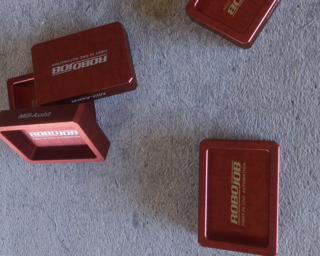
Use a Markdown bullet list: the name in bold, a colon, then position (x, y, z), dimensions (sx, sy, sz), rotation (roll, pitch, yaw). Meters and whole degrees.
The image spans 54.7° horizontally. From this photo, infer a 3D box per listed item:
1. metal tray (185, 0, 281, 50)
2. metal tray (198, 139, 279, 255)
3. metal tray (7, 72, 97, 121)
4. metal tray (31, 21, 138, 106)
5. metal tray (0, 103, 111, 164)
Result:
- **metal tray**: position (0.102, -0.173, 0.370), dimensions (0.090, 0.030, 0.129), rotation (35, 101, 16)
- **metal tray**: position (0.094, 0.079, 0.372), dimensions (0.090, 0.030, 0.129), rotation (1, 90, 20)
- **metal tray**: position (-0.164, -0.040, 0.464), dimensions (0.130, 0.030, 0.089), rotation (-9, 87, 19)
- **metal tray**: position (-0.103, -0.083, 0.420), dimensions (0.131, 0.030, 0.090), rotation (-13, 76, 6)
- **metal tray**: position (-0.146, 0.011, 0.423), dimensions (0.130, 0.090, 0.030), rotation (-4, 51, 17)
